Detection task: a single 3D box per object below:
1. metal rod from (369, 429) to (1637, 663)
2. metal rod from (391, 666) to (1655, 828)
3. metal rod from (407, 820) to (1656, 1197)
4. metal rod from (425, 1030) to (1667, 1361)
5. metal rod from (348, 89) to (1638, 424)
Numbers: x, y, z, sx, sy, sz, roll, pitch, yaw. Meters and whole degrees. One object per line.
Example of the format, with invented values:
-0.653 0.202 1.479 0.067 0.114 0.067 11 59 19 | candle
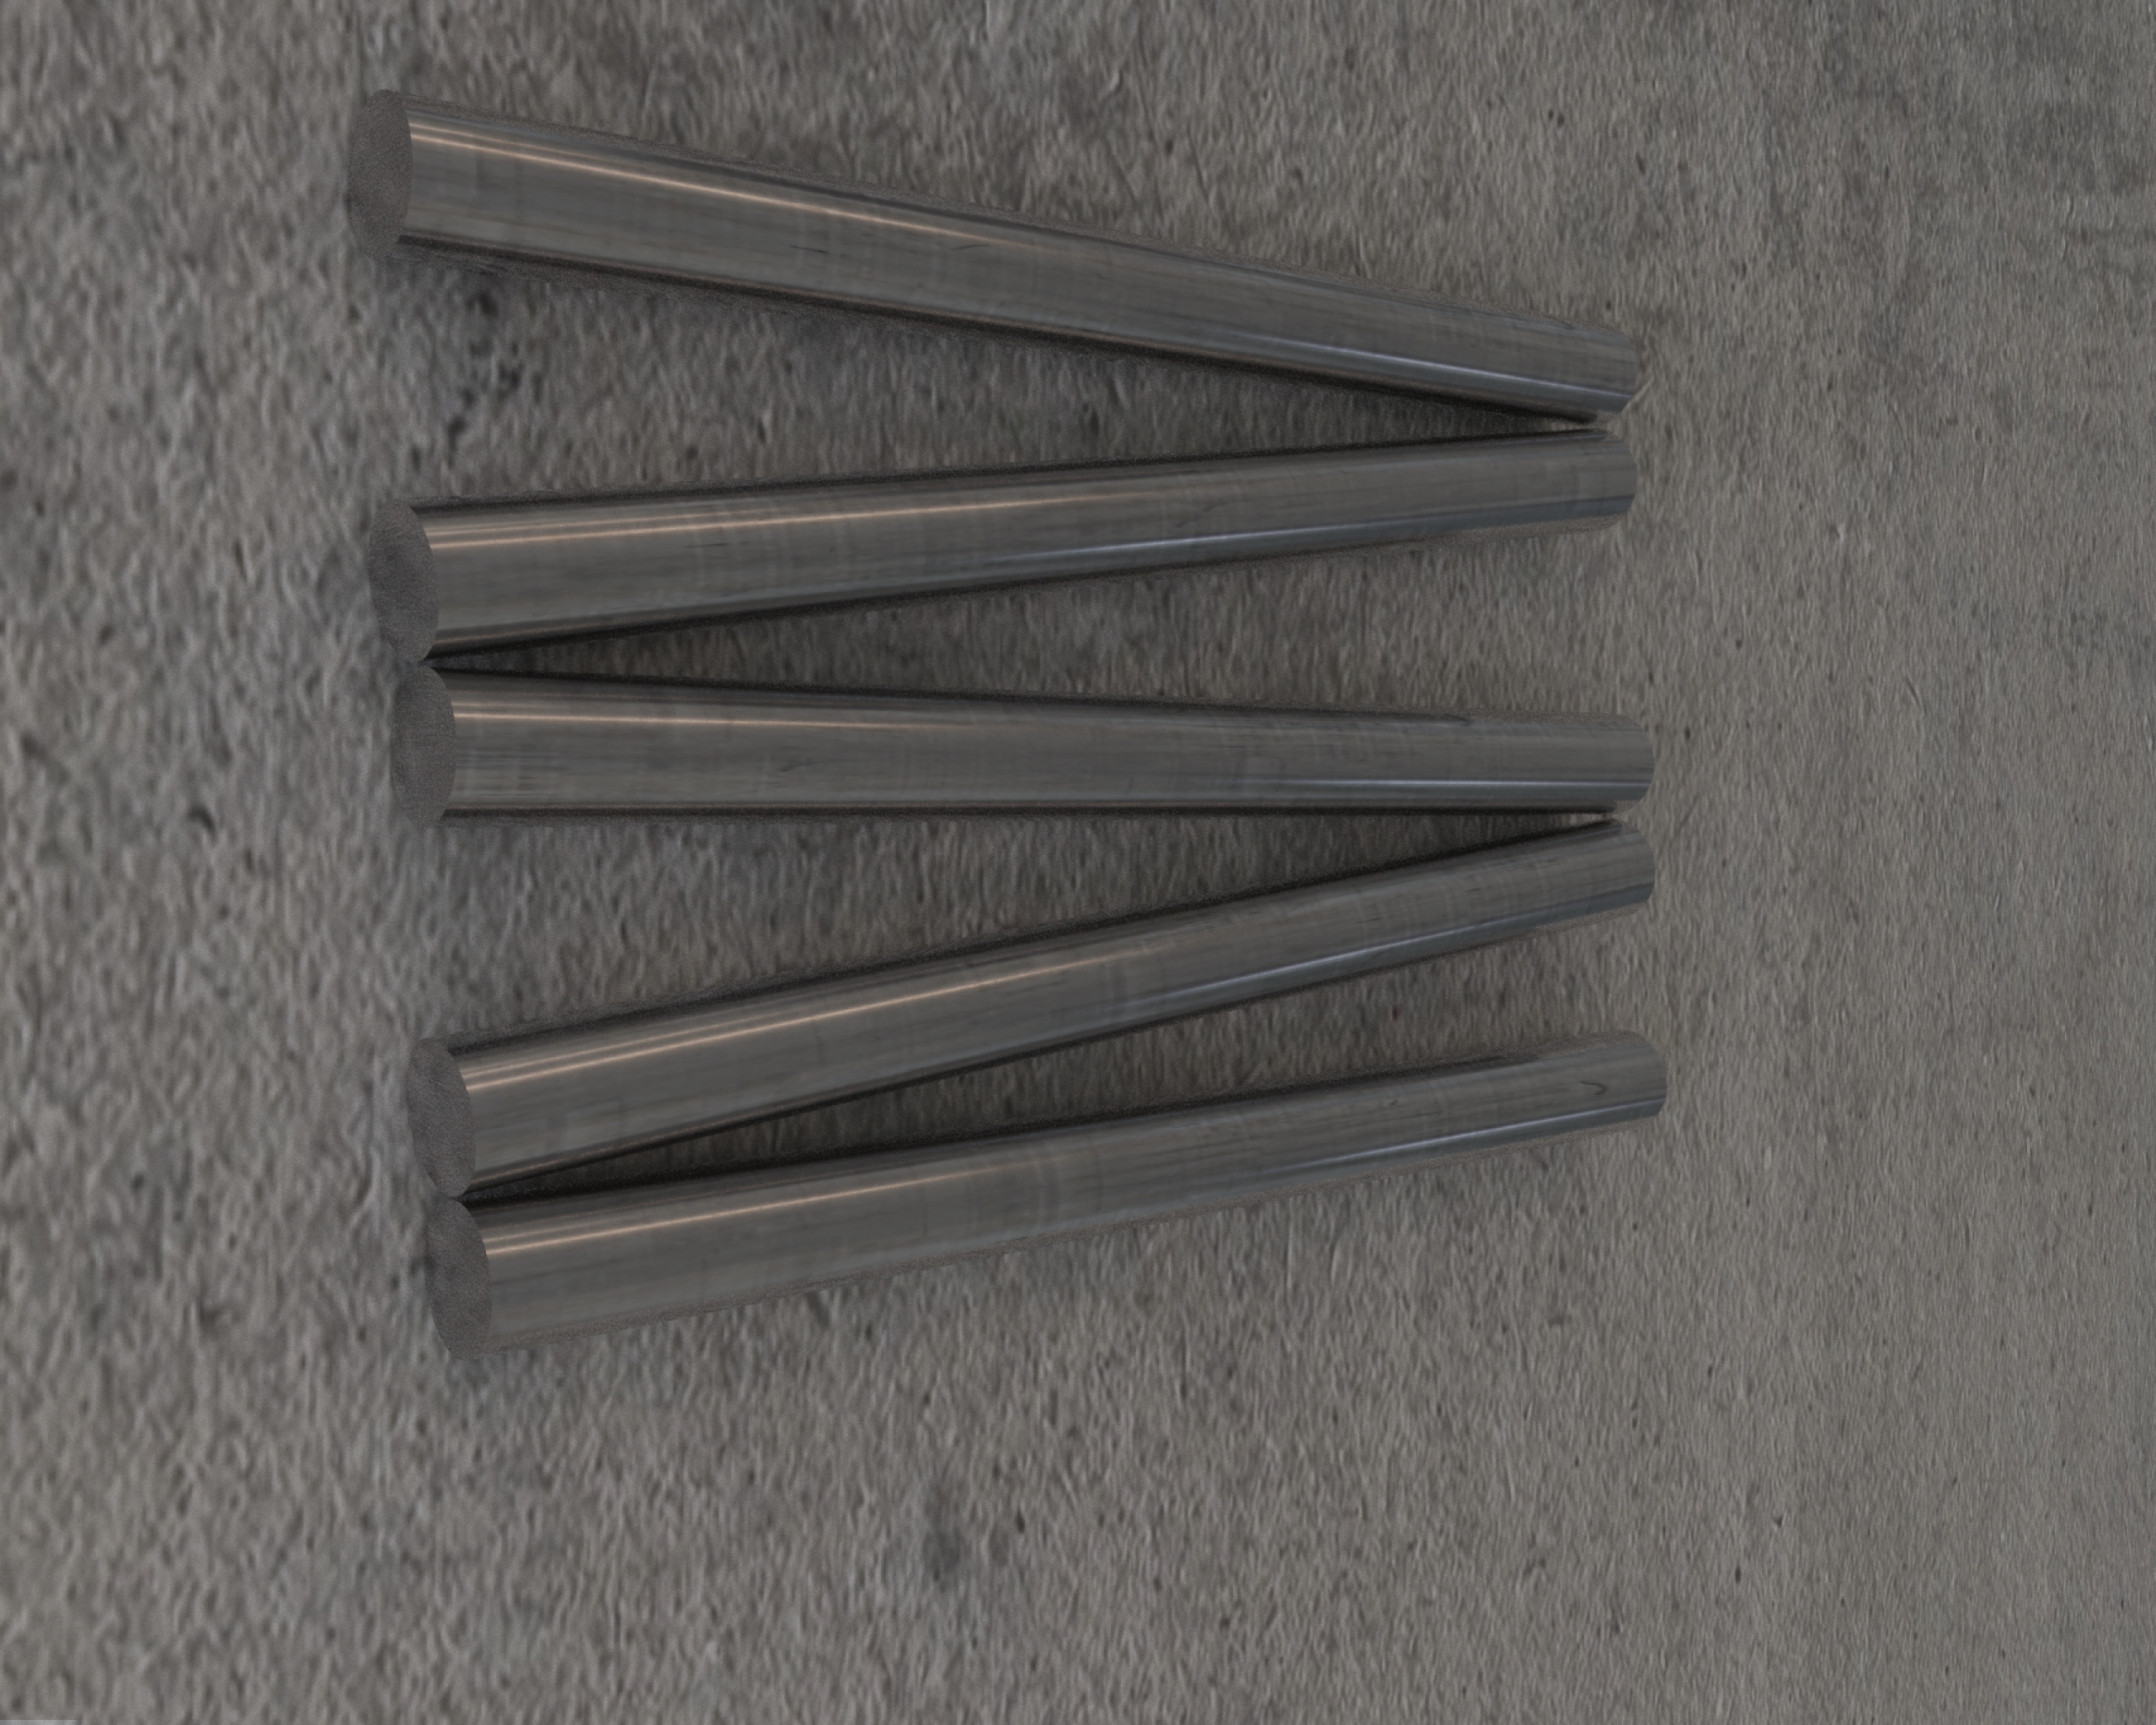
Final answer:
0.012 -0.068 0.413 0.302 0.025 0.025 -12 98 -39 | metal rod
0.015 -0.021 0.417 0.302 0.025 0.025 -2 91 -40 | metal rod
0.017 0.020 0.418 0.302 0.025 0.025 -9 96 -40 | metal rod
0.020 0.059 0.420 0.302 0.025 0.025 -3 92 -40 | metal rod
0.010 -0.111 0.412 0.302 0.025 0.025 -4 93 -40 | metal rod
